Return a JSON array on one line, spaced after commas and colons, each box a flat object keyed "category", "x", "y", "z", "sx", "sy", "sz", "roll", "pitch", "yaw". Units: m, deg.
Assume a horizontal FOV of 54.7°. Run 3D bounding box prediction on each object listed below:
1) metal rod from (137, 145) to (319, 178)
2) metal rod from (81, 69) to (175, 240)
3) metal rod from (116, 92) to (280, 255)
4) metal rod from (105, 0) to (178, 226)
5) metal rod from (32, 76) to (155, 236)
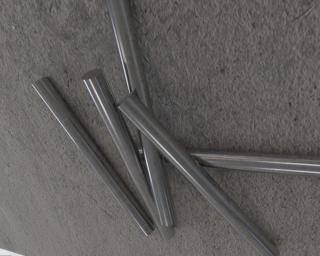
[{"category": "metal rod", "x": 0.085, "y": 0.040, "z": 0.386, "sx": 0.300, "sy": 0.025, "sz": 0.025, "roll": 1, "pitch": 119, "yaw": 27}, {"category": "metal rod", "x": -0.031, "y": 0.057, "z": 0.426, "sx": 0.025, "sy": 0.025, "sz": 0.299, "roll": 0, "pitch": 129, "yaw": 28}, {"category": "metal rod", "x": 0.058, "y": 0.073, "z": 0.392, "sx": 0.025, "sy": 0.025, "sz": 0.300, "roll": -30, "pitch": 111, "yaw": 38}, {"category": "metal rod", "x": -0.018, "y": -0.009, "z": 0.387, "sx": 0.025, "sy": 0.025, "sz": 0.298, "roll": -2, "pitch": 110, "yaw": 29}, {"category": "metal rod", "x": -0.099, "y": 0.052, "z": 0.491, "sx": 0.025, "sy": 0.025, "sz": 0.299, "roll": -23, "pitch": 106, "yaw": 36}]
